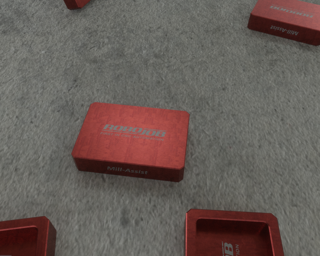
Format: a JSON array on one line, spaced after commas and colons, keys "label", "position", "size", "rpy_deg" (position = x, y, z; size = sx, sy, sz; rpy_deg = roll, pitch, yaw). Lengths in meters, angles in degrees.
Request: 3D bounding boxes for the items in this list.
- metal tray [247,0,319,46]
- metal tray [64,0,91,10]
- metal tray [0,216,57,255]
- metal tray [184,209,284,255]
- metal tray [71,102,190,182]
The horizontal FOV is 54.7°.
[{"label": "metal tray", "position": [0.240, -0.204, 0.574], "size": [0.130, 0.030, 0.090], "rpy_deg": [20, 53, 16]}, {"label": "metal tray", "position": [-0.154, -0.306, 0.612], "size": [0.030, 0.090, 0.130], "rpy_deg": [5, 47, 29]}, {"label": "metal tray", "position": [-0.168, 0.136, 0.283], "size": [0.131, 0.030, 0.090], "rpy_deg": [-6, 50, -5]}, {"label": "metal tray", "position": [0.068, 0.142, 0.281], "size": [0.091, 0.030, 0.130], "rpy_deg": [3, 50, 2]}, {"label": "metal tray", "position": [-0.032, 0.015, 0.387], "size": [0.131, 0.030, 0.090], "rpy_deg": [6, 50, 4]}]
